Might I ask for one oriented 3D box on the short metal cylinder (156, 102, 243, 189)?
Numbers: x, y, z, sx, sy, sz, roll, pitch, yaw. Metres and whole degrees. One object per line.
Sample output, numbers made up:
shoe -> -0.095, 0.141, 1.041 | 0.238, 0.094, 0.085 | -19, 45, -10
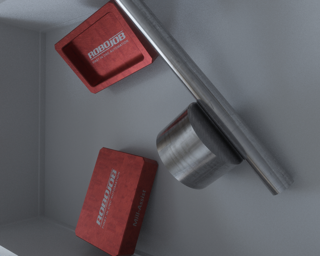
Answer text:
short metal cylinder -> 0.043, 0.019, 0.334 | 0.050, 0.081, 0.080 | -44, 64, 31

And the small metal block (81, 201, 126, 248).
small metal block -> -0.086, 0.145, 0.467 | 0.050, 0.025, 0.050 | 16, 83, 39

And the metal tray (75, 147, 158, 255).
metal tray -> -0.061, 0.098, 0.429 | 0.090, 0.030, 0.129 | 9, 79, 39

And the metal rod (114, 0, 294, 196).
metal rod -> 0.032, -0.057, 0.334 | 0.025, 0.025, 0.300 | -44, 77, 31

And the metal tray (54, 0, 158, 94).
metal tray -> -0.075, -0.110, 0.430 | 0.130, 0.030, 0.090 | -20, 117, 38
